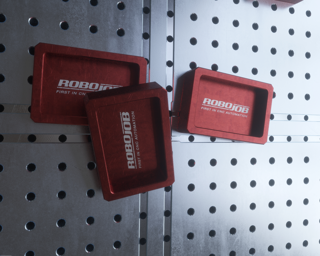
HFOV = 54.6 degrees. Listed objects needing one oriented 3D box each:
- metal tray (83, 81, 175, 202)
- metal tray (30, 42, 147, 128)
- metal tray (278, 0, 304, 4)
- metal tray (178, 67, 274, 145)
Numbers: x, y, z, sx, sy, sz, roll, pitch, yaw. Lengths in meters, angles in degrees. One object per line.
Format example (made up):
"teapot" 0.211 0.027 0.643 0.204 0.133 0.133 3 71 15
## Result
"metal tray" -0.034 0.017 0.370 0.091 0.030 0.129 -12 114 -14
"metal tray" -0.084 -0.047 0.378 0.131 0.030 0.090 3 89 -20
"metal tray" 0.191 -0.268 0.479 0.091 0.030 0.129 1 90 -20
"metal tray" 0.096 -0.029 0.444 0.131 0.030 0.090 9 87 -20
